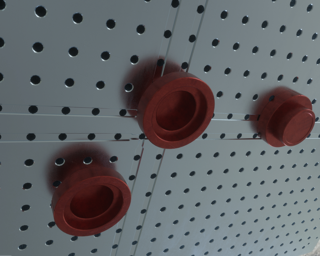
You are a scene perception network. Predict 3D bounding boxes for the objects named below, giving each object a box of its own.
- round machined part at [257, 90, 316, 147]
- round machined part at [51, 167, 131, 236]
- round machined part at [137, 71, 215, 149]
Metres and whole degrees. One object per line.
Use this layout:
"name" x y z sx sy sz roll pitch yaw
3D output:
"round machined part" 0.214 -0.009 0.510 0.099 0.042 0.097 -14 124 -21
"round machined part" -0.091 0.090 0.406 0.099 0.042 0.097 -14 124 -21
"round machined part" 0.016 -0.025 0.393 0.099 0.042 0.097 -14 124 -21
